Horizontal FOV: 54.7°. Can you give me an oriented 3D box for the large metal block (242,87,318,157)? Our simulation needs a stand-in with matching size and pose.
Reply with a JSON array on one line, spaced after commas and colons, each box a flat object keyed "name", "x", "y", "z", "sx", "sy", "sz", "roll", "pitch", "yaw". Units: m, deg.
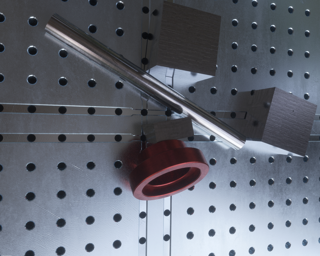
[{"name": "large metal block", "x": 0.177, "y": -0.008, "z": 0.465, "sx": 0.081, "sy": 0.050, "sz": 0.080, "roll": 19, "pitch": 84, "yaw": -19}]

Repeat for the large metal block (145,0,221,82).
[{"name": "large metal block", "x": 0.029, "y": -0.111, "z": 0.410, "sx": 0.081, "sy": 0.050, "sz": 0.080, "roll": 7, "pitch": 88, "yaw": -20}]

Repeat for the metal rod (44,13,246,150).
[{"name": "metal rod", "x": -0.006, "y": -0.052, "z": 0.410, "sx": 0.301, "sy": 0.025, "sz": 0.025, "roll": 31, "pitch": 80, "yaw": -18}]

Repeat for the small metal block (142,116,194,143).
[{"name": "small metal block", "x": 0.009, "y": 0.003, "z": 0.402, "sx": 0.050, "sy": 0.050, "sz": 0.025, "roll": -10, "pitch": 91, "yaw": -20}]

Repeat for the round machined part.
[{"name": "round machined part", "x": 0.008, "y": 0.050, "z": 0.387, "sx": 0.099, "sy": 0.097, "sz": 0.042, "roll": -10, "pitch": 59, "yaw": -20}]
